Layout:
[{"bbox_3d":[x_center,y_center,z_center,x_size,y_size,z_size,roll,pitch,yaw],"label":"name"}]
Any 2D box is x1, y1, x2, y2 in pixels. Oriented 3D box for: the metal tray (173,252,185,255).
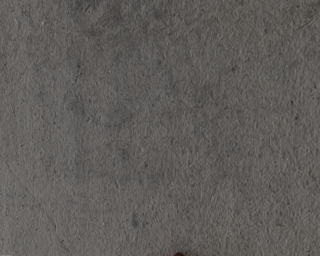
[{"bbox_3d":[0.003,0.238,0.404,0.130,0.030,0.090,-43,77,15],"label":"metal tray"}]
